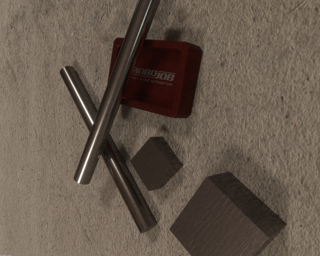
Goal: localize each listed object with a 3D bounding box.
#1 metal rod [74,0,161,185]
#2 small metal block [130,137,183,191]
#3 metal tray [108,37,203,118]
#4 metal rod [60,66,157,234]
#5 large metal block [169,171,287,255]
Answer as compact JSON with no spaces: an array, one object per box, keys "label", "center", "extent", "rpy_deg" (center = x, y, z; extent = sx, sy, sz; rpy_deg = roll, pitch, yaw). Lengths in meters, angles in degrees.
[{"label":"metal rod","center":[-0.058,-0.053,0.410],"extent":[0.025,0.025,0.298],"rpy_deg":[37,112,33]},{"label":"small metal block","center":[-0.005,0.047,0.408],"extent":[0.050,0.025,0.050],"rpy_deg":[-50,61,28]},{"label":"metal tray","center":[-0.013,-0.069,0.410],"extent":[0.130,0.030,0.089],"rpy_deg":[16,100,38]},{"label":"metal rod","center":[-0.088,0.019,0.474],"extent":[0.025,0.025,0.299],"rpy_deg":[-46,63,30]},{"label":"large metal block","center":[0.070,0.105,0.330],"extent":[0.080,0.050,0.080],"rpy_deg":[44,116,30]}]
